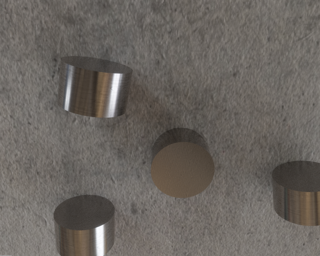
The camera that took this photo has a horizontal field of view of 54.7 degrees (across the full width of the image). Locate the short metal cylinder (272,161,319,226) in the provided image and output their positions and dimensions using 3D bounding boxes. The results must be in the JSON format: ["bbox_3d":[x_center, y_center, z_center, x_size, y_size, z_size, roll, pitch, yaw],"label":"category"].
[{"bbox_3d":[0.194,0.085,0.415,0.080,0.080,0.050,-9,110,3],"label":"short metal cylinder"}]

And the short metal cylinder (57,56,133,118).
[{"bbox_3d":[-0.076,-0.050,0.361,0.081,0.080,0.050,10,110,-4],"label":"short metal cylinder"}]

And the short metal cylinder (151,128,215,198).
[{"bbox_3d":[0.029,0.046,0.414,0.081,0.050,0.079,0,110,-1],"label":"short metal cylinder"}]

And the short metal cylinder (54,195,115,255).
[{"bbox_3d":[-0.103,0.136,0.429,0.081,0.080,0.050,3,110,-2],"label":"short metal cylinder"}]
